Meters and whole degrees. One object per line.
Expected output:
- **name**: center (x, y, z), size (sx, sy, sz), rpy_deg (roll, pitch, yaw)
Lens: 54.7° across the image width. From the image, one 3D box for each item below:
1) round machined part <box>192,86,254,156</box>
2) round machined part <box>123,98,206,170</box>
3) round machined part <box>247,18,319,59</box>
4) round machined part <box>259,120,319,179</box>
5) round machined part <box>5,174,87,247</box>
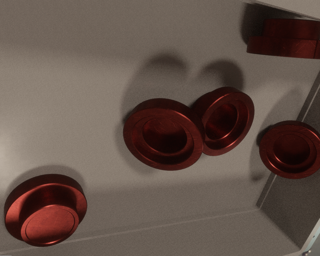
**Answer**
- **round machined part**: center (0.080, -0.013, 0.433), size (0.099, 0.042, 0.097), rpy_deg (-16, 125, -24)
- **round machined part**: center (0.007, 0.004, 0.385), size (0.098, 0.042, 0.097), rpy_deg (8, 129, 11)
- **round machined part**: center (0.161, -0.111, 0.384), size (0.099, 0.098, 0.042), rpy_deg (-4, 109, -27)
- **round machined part**: center (0.220, 0.033, 0.518), size (0.042, 0.098, 0.097), rpy_deg (-38, 143, -55)
- **round machined part**: center (-0.140, 0.110, 0.390), size (0.099, 0.042, 0.097), rpy_deg (-14, 125, -21)
